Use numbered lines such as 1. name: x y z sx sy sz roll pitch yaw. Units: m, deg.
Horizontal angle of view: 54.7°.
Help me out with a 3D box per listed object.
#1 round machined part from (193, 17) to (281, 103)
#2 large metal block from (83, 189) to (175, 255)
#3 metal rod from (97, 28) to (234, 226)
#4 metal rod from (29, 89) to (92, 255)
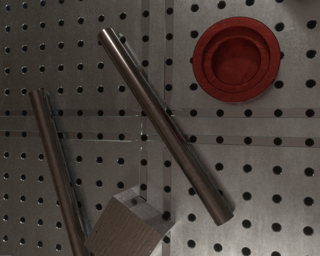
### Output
1. round machined part: 0.092 -0.078 0.371 0.098 0.042 0.097 0 90 19
2. large metal block: -0.040 0.141 0.413 0.080 0.050 0.080 35 101 16
3. metal rod: 0.002 -0.009 0.411 0.025 0.025 0.299 -36 79 16
4. metal rod: -0.144 0.086 0.461 0.025 0.025 0.299 -20 84 18
